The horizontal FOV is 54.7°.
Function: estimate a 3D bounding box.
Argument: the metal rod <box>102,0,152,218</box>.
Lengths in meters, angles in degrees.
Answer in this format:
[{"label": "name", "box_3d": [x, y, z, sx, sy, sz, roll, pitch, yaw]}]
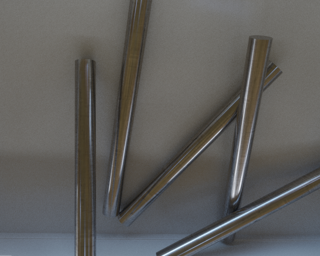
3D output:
[{"label": "metal rod", "box_3d": [-0.047, -0.014, 0.405, 0.025, 0.025, 0.298, 9, 110, -4]}]

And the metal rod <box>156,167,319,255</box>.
[{"label": "metal rod", "box_3d": [0.135, 0.113, 0.425, 0.301, 0.025, 0.025, -27, 108, -2]}]

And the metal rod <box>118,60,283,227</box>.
[{"label": "metal rod", "box_3d": [0.045, 0.030, 0.422, 0.025, 0.025, 0.299, 39, 105, -13]}]

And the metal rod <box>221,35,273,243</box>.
[{"label": "metal rod", "box_3d": [0.106, 0.034, 0.405, 0.025, 0.025, 0.298, 1, 117, -1]}]

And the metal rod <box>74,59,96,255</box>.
[{"label": "metal rod", "box_3d": [-0.090, 0.067, 0.372, 0.025, 0.025, 0.298, -1, 86, 0]}]
